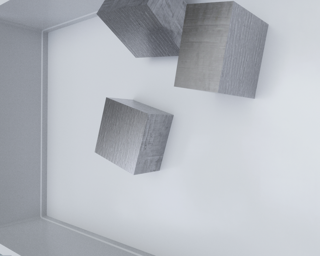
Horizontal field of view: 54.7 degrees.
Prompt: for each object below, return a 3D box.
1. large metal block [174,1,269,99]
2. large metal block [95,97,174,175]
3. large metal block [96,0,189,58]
[{"bbox_3d":[0.064,-0.075,0.318,0.050,0.081,0.079,14,99,39],"label":"large metal block"},{"bbox_3d":[-0.037,0.008,0.421,0.080,0.050,0.079,23,104,37],"label":"large metal block"},{"bbox_3d":[-0.013,-0.131,0.373,0.080,0.080,0.050,8,66,40],"label":"large metal block"}]
